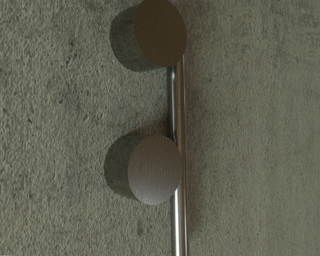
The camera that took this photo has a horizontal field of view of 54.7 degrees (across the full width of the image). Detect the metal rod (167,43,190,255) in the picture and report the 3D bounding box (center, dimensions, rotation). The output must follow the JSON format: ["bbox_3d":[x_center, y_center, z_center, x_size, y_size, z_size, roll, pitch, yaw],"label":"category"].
[{"bbox_3d":[0.025,0.031,0.425,0.025,0.025,0.298,-3,92,-40],"label":"metal rod"}]

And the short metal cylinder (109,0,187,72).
[{"bbox_3d":[-0.013,-0.111,0.377,0.081,0.050,0.079,0,90,-40],"label":"short metal cylinder"}]

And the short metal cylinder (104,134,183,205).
[{"bbox_3d":[-0.019,0.047,0.372,0.081,0.050,0.079,0,90,-40],"label":"short metal cylinder"}]
